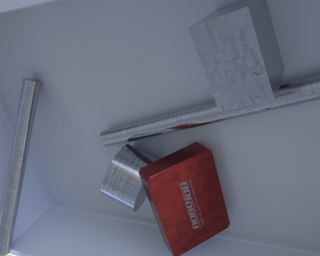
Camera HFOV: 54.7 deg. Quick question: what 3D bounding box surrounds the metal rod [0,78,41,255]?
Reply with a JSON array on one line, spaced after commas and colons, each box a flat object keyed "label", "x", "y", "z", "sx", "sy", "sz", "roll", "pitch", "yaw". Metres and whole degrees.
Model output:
[{"label": "metal rod", "x": -0.230, "y": 0.068, "z": 0.495, "sx": 0.025, "sy": 0.025, "sz": 0.298, "roll": 19, "pitch": 102, "yaw": 17}]

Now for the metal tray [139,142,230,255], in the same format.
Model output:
[{"label": "metal tray", "x": 0.035, "y": 0.094, "z": 0.406, "sx": 0.030, "sy": 0.091, "sz": 0.129, "roll": 35, "pitch": 146, "yaw": 62}]

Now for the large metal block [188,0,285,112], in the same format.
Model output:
[{"label": "large metal block", "x": 0.076, "y": -0.072, "z": 0.288, "sx": 0.050, "sy": 0.080, "sz": 0.080, "roll": -11, "pitch": 113, "yaw": 32}]

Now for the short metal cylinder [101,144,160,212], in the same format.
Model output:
[{"label": "short metal cylinder", "x": -0.039, "y": 0.069, "z": 0.434, "sx": 0.050, "sy": 0.080, "sz": 0.079, "roll": 25, "pitch": 127, "yaw": 13}]

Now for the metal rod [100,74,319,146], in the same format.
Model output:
[{"label": "metal rod", "x": 0.043, "y": -0.013, "z": 0.376, "sx": 0.300, "sy": 0.025, "sz": 0.025, "roll": -13, "pitch": 112, "yaw": 33}]
